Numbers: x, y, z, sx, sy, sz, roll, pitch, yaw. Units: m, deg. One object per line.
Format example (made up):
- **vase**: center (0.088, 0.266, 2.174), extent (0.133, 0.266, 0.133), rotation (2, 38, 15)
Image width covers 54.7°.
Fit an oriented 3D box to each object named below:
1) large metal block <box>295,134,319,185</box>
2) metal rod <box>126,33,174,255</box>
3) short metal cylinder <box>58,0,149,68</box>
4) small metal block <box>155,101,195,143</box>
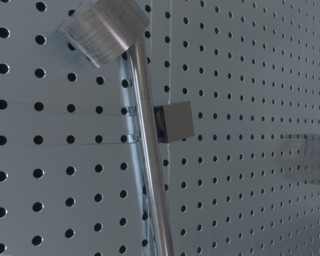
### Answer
- **large metal block**: center (0.352, 0.071, 0.689), extent (0.080, 0.050, 0.080), rotation (-50, 120, -28)
- **metal rod**: center (-0.012, 0.032, 0.399), extent (0.025, 0.025, 0.298), rotation (-13, 99, -39)
- **short metal cylinder**: center (-0.058, -0.109, 0.324), extent (0.050, 0.080, 0.080), rotation (47, 62, -30)
- **small metal block**: center (0.018, -0.009, 0.425), extent (0.050, 0.025, 0.050), rotation (-14, 99, -39)
